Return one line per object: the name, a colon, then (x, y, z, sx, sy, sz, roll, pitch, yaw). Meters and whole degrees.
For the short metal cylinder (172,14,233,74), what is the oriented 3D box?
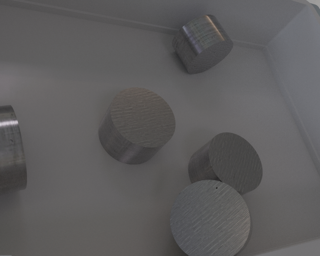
short metal cylinder: (0.066, -0.129, 0.485, 0.081, 0.080, 0.050, -18, 71, -35)

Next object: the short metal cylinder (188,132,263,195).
short metal cylinder: (0.084, 0.052, 0.403, 0.081, 0.050, 0.080, 14, 56, -21)

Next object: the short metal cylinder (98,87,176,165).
short metal cylinder: (-0.028, -0.002, 0.375, 0.081, 0.050, 0.080, 14, 56, -21)

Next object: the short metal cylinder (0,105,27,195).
short metal cylinder: (-0.154, 0.022, 0.274, 0.050, 0.080, 0.080, -10, 67, -33)

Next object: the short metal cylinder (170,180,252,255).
short metal cylinder: (0.057, 0.100, 0.332, 0.080, 0.050, 0.080, -6, 68, 16)
